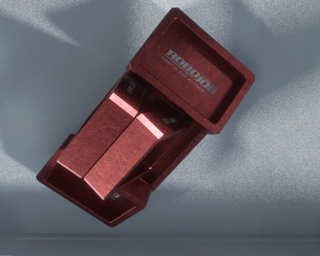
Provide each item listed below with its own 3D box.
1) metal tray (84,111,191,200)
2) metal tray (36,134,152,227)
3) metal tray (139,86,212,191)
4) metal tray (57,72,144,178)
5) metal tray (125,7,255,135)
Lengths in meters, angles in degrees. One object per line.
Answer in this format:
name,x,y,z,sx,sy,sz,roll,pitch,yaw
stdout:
metal tray,-0.018,0.024,0.349,0.030,0.130,0.090,45,105,9
metal tray,-0.089,0.075,0.415,0.130,0.030,0.090,38,130,-14
metal tray,-0.006,0.012,0.411,0.090,0.030,0.130,37,105,-13
metal tray,-0.060,-0.012,0.347,0.030,0.130,0.090,39,106,-13
metal tray,0.037,-0.064,0.365,0.130,0.030,0.090,37,80,-13
